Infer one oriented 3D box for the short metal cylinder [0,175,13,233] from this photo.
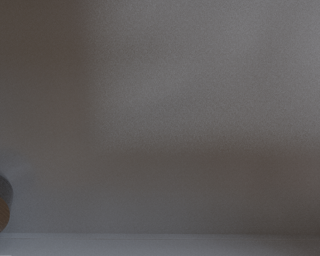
[{"bbox_3d":[-0.247,0.106,0.422,0.081,0.050,0.079,-7,112,-18],"label":"short metal cylinder"}]
